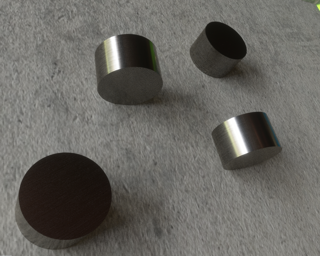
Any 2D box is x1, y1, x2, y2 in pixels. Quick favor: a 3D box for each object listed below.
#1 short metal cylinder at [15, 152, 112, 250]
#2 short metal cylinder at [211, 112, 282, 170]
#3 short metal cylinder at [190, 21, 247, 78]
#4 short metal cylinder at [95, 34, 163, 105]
[{"bbox_3d":[-0.093,0.070,0.296,0.081,0.050,0.080,14,56,-21],"label":"short metal cylinder"},{"bbox_3d":[0.117,0.019,0.422,0.081,0.080,0.050,-2,63,-29],"label":"short metal cylinder"},{"bbox_3d":[0.098,-0.132,0.523,0.081,0.050,0.080,14,56,-21],"label":"short metal cylinder"},{"bbox_3d":[-0.040,-0.072,0.392,0.081,0.080,0.050,4,60,-27],"label":"short metal cylinder"}]
